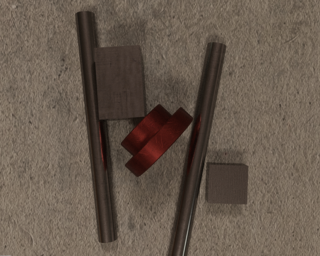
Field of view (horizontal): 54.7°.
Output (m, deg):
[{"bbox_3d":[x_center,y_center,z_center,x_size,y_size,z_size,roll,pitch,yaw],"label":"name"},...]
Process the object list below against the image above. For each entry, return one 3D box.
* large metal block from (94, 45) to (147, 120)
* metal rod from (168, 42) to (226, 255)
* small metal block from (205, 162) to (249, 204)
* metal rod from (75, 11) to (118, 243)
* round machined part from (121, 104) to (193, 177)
[{"bbox_3d":[-0.045,-0.051,0.382,0.050,0.080,0.079,-4,90,0],"label":"large metal block"},{"bbox_3d":[0.048,0.037,0.410,0.025,0.025,0.298,11,90,-1],"label":"metal rod"},{"bbox_3d":[0.088,0.073,0.411,0.050,0.025,0.050,2,90,-1],"label":"small metal block"},{"bbox_3d":[-0.084,-0.001,0.408,0.025,0.025,0.298,-6,90,-1],"label":"metal rod"},{"bbox_3d":[-0.009,0.009,0.374,0.042,0.098,0.098,44,90,-1],"label":"round machined part"}]
